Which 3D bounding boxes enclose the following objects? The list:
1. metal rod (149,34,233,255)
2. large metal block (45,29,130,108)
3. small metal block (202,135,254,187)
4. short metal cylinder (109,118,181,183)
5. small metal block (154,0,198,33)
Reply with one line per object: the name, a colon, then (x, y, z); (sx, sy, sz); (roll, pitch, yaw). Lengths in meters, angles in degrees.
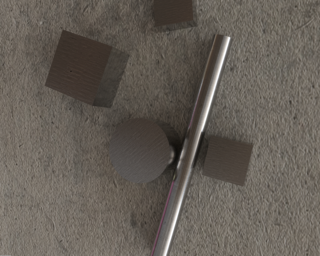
metal rod: (0.037, 0.032, 0.395); (0.025, 0.025, 0.298); (18, 96, 19)
large metal block: (-0.100, -0.080, 0.430); (0.080, 0.050, 0.080); (23, 97, 18)
small metal block: (0.084, 0.039, 0.379); (0.050, 0.025, 0.050); (14, 95, 19)
short metal cylinder: (-0.018, 0.027, 0.401); (0.080, 0.050, 0.079); (0, 90, 19)
small metal block: (0.020, -0.156, 0.401); (0.050, 0.025, 0.050); (-4, 89, 19)
